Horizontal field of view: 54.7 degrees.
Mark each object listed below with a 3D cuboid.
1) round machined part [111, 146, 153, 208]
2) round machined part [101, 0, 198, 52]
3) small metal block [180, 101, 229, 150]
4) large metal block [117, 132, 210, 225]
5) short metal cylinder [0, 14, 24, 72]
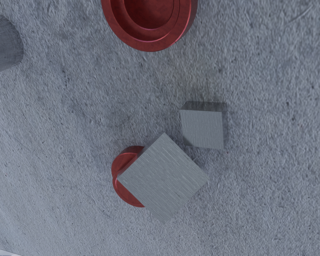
[{"bbox_3d":[-0.030,0.078,0.459,0.098,0.042,0.097,13,124,20],"label":"round machined part"},{"bbox_3d":[-0.008,-0.132,0.317,0.098,0.042,0.097,13,124,20],"label":"round machined part"},{"bbox_3d":[0.055,-0.004,0.375,0.050,0.025,0.050,5,121,25],"label":"small metal block"},{"bbox_3d":[0.002,0.061,0.399,0.080,0.050,0.080,-45,94,-5],"label":"large metal block"},{"bbox_3d":[-0.246,-0.119,0.444,0.080,0.050,0.079,13,124,20],"label":"short metal cylinder"}]
